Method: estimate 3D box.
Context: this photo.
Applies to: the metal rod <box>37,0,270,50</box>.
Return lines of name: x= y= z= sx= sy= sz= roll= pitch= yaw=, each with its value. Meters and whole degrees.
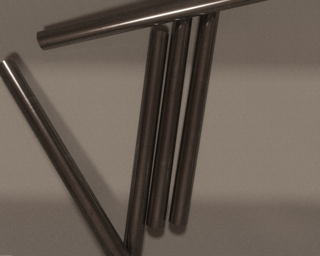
metal rod: x=-0.009 y=-0.142 z=0.390 sx=0.301 sy=0.025 sz=0.025 roll=-10 pitch=90 yaw=7

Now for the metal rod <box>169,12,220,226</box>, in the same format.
metal rod: x=0.046 y=-0.022 z=0.412 sx=0.025 sy=0.025 sz=0.298 roll=9 pitch=90 yaw=-1

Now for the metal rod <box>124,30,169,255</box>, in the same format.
metal rod: x=-0.019 y=0.022 z=0.411 sx=0.025 sy=0.025 sz=0.298 roll=7 pitch=90 yaw=-1

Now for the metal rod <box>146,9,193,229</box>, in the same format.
metal rod: x=0.014 y=-0.018 z=0.411 sx=0.025 sy=0.025 sz=0.298 roll=8 pitch=90 yaw=-1

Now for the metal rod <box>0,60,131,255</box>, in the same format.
metal rod: x=-0.125 y=0.043 z=0.398 sx=0.025 sy=0.025 sz=0.299 roll=-32 pitch=86 yaw=0
